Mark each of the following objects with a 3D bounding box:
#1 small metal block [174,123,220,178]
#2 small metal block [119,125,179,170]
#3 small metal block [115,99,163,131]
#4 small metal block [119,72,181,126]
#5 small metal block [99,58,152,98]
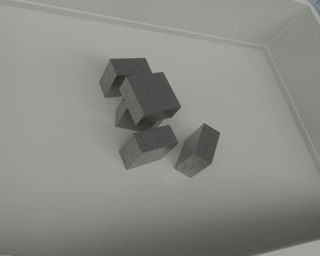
[{"bbox_3d":[0.048,0.030,0.397,0.025,0.050,0.050,31,52,-9],"label":"small metal block"},{"bbox_3d":[-0.014,0.023,0.368,0.050,0.050,0.025,-14,69,-34],"label":"small metal block"},{"bbox_3d":[-0.024,-0.019,0.388,0.050,0.050,0.025,12,57,-22],"label":"small metal block"},{"bbox_3d":[-0.012,-0.035,0.356,0.050,0.025,0.050,-14,69,-34],"label":"small metal block"},{"bbox_3d":[-0.046,-0.065,0.405,0.050,0.050,0.025,-10,67,-32],"label":"small metal block"}]
